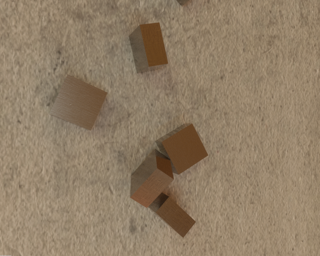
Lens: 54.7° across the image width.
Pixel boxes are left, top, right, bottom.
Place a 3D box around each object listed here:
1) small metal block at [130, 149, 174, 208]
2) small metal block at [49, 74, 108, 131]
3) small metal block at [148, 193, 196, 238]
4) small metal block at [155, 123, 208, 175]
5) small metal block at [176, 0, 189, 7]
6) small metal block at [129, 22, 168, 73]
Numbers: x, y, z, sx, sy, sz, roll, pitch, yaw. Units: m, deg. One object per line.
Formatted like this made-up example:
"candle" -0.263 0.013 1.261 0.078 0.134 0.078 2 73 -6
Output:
"small metal block" -0.011 0.061 0.384 0.025 0.050 0.050 37 105 -17
"small metal block" -0.098 -0.030 0.373 0.050 0.025 0.050 24 82 -19
"small metal block" 0.011 0.109 0.401 0.050 0.050 0.025 46 76 -15
"small metal block" 0.030 0.028 0.421 0.050 0.025 0.050 -31 100 -18
"small metal block" 0.033 -0.206 0.422 0.050 0.025 0.050 44 76 -15
"small metal block" -0.016 -0.099 0.391 0.025 0.050 0.050 -14 95 -20
